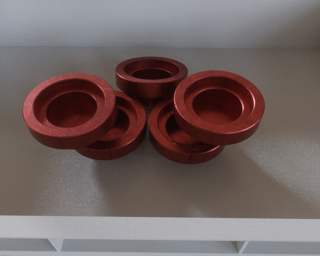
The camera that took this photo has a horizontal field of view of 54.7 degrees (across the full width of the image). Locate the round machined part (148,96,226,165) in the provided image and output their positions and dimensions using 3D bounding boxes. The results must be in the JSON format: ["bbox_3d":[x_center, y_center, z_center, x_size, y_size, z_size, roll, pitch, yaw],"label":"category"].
[{"bbox_3d":[0.035,0.005,0.388,0.099,0.042,0.098,0,50,0],"label":"round machined part"}]

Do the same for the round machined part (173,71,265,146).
[{"bbox_3d":[0.064,-0.019,0.354,0.099,0.042,0.098,0,50,0],"label":"round machined part"}]

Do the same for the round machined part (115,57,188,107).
[{"bbox_3d":[-0.012,-0.063,0.432,0.099,0.042,0.098,1,32,-1],"label":"round machined part"}]

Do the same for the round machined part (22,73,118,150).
[{"bbox_3d":[-0.097,-0.015,0.350,0.099,0.042,0.098,0,50,0],"label":"round machined part"}]

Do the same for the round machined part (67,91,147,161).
[{"bbox_3d":[-0.065,0.001,0.391,0.099,0.042,0.098,0,50,0],"label":"round machined part"}]
